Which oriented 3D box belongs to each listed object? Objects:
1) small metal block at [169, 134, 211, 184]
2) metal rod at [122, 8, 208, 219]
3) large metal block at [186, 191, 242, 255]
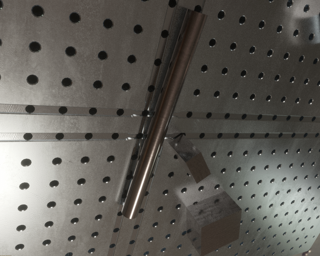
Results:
[{"bbox_3d":[0.043,0.044,0.448,0.025,0.050,0.050,-34,129,-6],"label":"small metal block"},{"bbox_3d":[-0.001,-0.002,0.410,0.025,0.025,0.298,4,116,-31],"label":"metal rod"},{"bbox_3d":[0.096,0.171,0.556,0.081,0.050,0.079,-17,126,-19],"label":"large metal block"}]
